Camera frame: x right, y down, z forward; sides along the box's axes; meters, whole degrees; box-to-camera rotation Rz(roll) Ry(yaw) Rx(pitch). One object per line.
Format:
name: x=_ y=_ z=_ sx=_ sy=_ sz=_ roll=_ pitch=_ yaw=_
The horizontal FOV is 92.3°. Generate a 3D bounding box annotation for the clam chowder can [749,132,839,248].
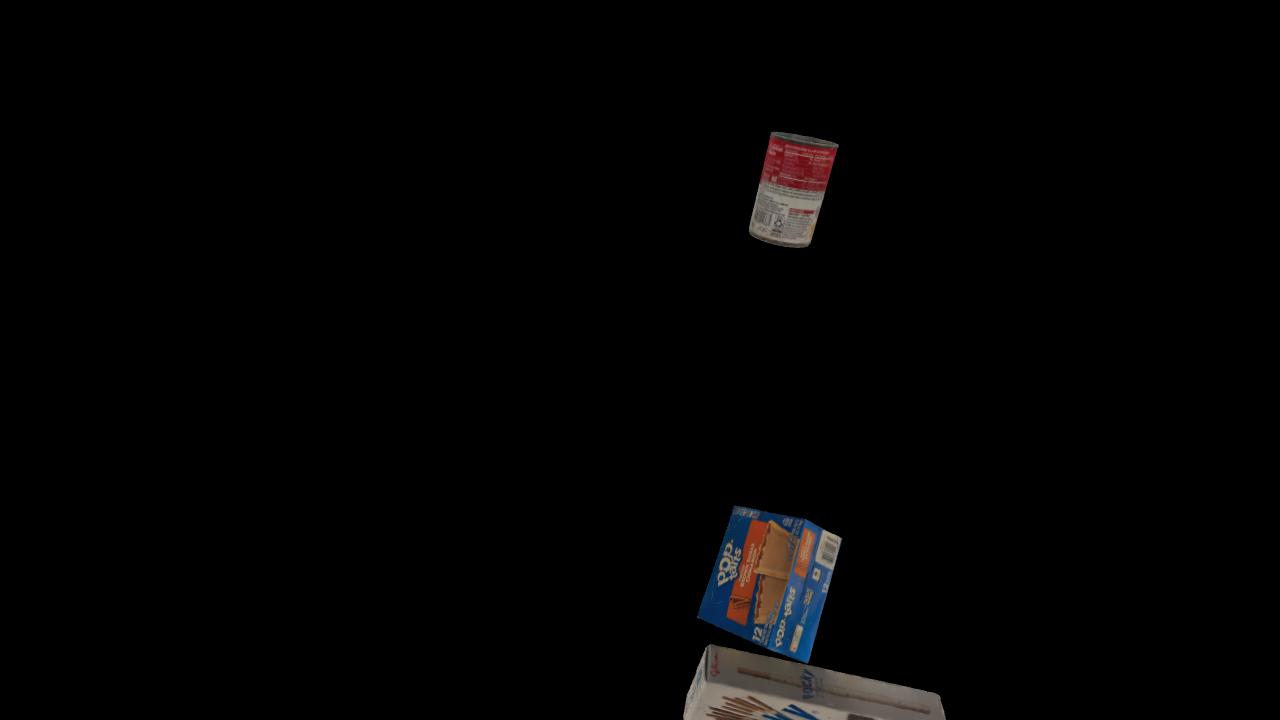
clam chowder can: x=0.154 y=-0.173 z=0.625 sx=0.068 sy=0.102 sz=0.068 roll=8 pitch=26 yaw=-4

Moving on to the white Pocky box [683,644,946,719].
white Pocky box: x=0.112 y=0.237 z=0.413 sx=0.154 sy=0.084 sz=0.028 roll=11 pitch=39 yaw=3

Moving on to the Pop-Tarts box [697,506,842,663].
Pop-Tarts box: x=0.175 y=0.298 z=0.840 sx=0.083 sy=0.167 sz=0.141 roll=33 pitch=-20 yaw=-27
